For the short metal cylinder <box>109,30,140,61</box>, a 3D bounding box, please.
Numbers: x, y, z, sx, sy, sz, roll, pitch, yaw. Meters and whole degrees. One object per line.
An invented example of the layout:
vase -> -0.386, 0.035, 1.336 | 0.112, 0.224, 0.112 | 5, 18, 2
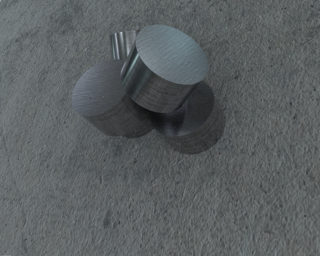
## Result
short metal cylinder -> -0.029, -0.108, 0.442 | 0.080, 0.080, 0.050 | 0, 101, 28

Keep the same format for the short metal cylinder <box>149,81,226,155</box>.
short metal cylinder -> 0.034, -0.014, 0.378 | 0.080, 0.050, 0.080 | -13, 56, 20

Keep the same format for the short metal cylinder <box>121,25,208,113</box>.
short metal cylinder -> 0.004, -0.063, 0.332 | 0.050, 0.081, 0.080 | 127, 147, -50

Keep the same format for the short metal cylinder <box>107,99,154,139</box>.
short metal cylinder -> -0.041, -0.032, 0.429 | 0.080, 0.050, 0.080 | -13, 56, 20

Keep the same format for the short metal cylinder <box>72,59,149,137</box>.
short metal cylinder -> -0.058, -0.036, 0.375 | 0.080, 0.050, 0.080 | -13, 56, 20
